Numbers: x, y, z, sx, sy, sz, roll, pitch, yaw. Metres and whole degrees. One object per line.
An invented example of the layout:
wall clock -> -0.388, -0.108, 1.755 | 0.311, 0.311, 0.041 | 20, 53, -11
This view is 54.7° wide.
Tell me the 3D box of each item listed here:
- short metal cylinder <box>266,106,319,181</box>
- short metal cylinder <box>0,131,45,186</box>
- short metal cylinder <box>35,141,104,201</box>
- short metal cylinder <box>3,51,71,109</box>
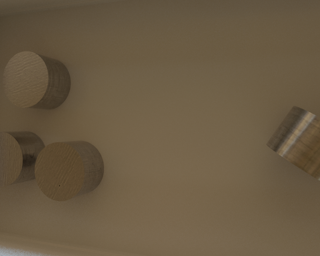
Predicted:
short metal cylinder -> 0.161, 0.019, 0.325 | 0.080, 0.080, 0.050 | 35, 101, 16
short metal cylinder -> -0.223, 0.045, 0.474 | 0.080, 0.050, 0.079 | 0, 90, 19
short metal cylinder -> -0.128, 0.059, 0.441 | 0.080, 0.050, 0.079 | 0, 90, 19
short metal cylinder -> -0.182, -0.069, 0.460 | 0.080, 0.050, 0.079 | 0, 90, 19
